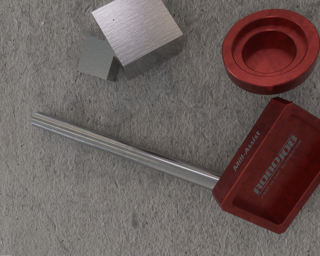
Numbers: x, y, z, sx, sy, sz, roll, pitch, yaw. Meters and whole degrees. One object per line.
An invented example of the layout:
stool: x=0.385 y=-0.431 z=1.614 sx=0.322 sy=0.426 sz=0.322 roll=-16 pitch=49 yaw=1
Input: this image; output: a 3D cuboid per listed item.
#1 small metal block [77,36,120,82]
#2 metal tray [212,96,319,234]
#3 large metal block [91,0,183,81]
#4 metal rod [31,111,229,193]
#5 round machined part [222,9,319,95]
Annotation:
small metal block: x=-0.083 y=-0.097 z=0.438 sx=0.050 sy=0.025 sz=0.050 roll=20 pitch=97 yaw=18
metal tray: x=0.128 y=0.043 z=0.336 sx=0.090 sy=0.030 sz=0.129 roll=27 pitch=101 yaw=-18
large metal block: x=-0.027 y=-0.120 z=0.391 sx=0.080 sy=0.050 sz=0.080 roll=-29 pitch=80 yaw=-4
metal rod: x=-0.051 y=0.029 z=0.427 sx=0.301 sy=0.025 sz=0.025 roll=17 pitch=96 yaw=19
round machined part: x=0.122 y=-0.080 z=0.346 sx=0.098 sy=0.042 sz=0.098 roll=-7 pitch=66 yaw=16
